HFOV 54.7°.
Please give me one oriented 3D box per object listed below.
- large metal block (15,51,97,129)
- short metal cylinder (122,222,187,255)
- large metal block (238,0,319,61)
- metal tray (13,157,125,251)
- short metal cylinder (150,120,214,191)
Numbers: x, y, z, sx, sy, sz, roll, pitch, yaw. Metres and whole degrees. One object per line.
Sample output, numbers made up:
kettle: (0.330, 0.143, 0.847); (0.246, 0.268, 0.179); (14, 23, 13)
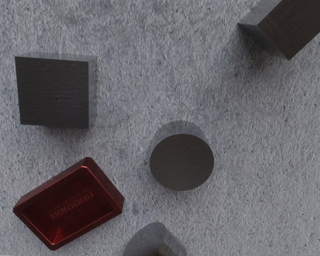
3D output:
large metal block: (-0.122, -0.047, 0.378); (0.081, 0.050, 0.079); (4, 110, -2)
short metal cylinder: (-0.008, 0.185, 0.449); (0.080, 0.080, 0.050); (-37, 106, 12)
large metal block: (0.140, -0.125, 0.336); (0.050, 0.080, 0.080); (42, 105, -14)
metal tray: (-0.129, 0.111, 0.446); (0.130, 0.030, 0.090); (-31, 107, 10)
short metal cylinder: (0.027, 0.036, 0.410); (0.081, 0.050, 0.079); (0, 110, 0)
